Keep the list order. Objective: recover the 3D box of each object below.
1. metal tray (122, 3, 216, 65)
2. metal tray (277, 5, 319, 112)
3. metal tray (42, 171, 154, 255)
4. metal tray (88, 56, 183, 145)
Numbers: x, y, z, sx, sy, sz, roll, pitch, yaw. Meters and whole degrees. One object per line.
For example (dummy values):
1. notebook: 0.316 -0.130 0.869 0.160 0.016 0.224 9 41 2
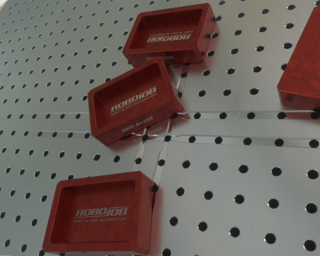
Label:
1. metal tray: 0.013 -0.145 0.488 0.130 0.030 0.090 4 64 30
2. metal tray: 0.200 -0.078 0.348 0.090 0.030 0.130 19 71 35
3. metal tray: -0.075 0.106 0.380 0.130 0.030 0.090 -10 57 23
4. metal tray: -0.040 -0.040 0.451 0.130 0.030 0.090 -24 53 13
